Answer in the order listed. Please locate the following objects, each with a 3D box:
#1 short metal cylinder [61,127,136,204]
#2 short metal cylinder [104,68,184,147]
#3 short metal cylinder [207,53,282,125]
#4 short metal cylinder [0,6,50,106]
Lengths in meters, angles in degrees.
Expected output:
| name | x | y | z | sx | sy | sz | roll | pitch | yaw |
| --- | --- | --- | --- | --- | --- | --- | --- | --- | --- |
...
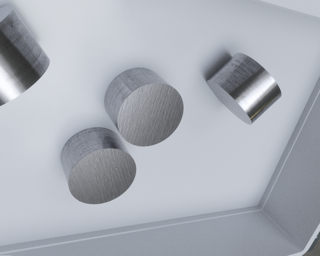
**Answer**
| name | x | y | z | sx | sy | sz | roll | pitch | yaw |
| --- | --- | --- | --- | --- | --- | --- | --- | --- | --- |
| short metal cylinder | -0.076 | 0.046 | 0.379 | 0.081 | 0.050 | 0.079 | -14 | 124 | -21 |
| short metal cylinder | -0.019 | -0.025 | 0.366 | 0.081 | 0.050 | 0.079 | -14 | 124 | -21 |
| short metal cylinder | 0.108 | -0.050 | 0.401 | 0.050 | 0.080 | 0.080 | -44 | 129 | 2 |
| short metal cylinder | -0.143 | -0.058 | 0.259 | 0.080 | 0.080 | 0.050 | -33 | 129 | -7 |
